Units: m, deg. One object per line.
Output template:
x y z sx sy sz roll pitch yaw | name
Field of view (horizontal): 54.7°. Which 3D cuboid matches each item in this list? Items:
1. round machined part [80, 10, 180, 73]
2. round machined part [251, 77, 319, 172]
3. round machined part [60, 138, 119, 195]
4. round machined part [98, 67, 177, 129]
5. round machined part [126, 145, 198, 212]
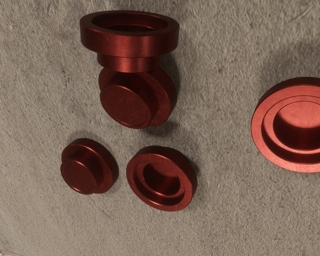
-0.031 -0.089 0.320 0.098 0.098 0.042 16 124 18 | round machined part
0.146 -0.006 0.315 0.098 0.042 0.097 13 124 20 | round machined part
-0.120 0.068 0.499 0.098 0.042 0.097 13 124 20 | round machined part
-0.032 -0.037 0.373 0.098 0.042 0.097 19 142 16 | round machined part
0.006 0.065 0.432 0.098 0.042 0.097 13 124 20 | round machined part
